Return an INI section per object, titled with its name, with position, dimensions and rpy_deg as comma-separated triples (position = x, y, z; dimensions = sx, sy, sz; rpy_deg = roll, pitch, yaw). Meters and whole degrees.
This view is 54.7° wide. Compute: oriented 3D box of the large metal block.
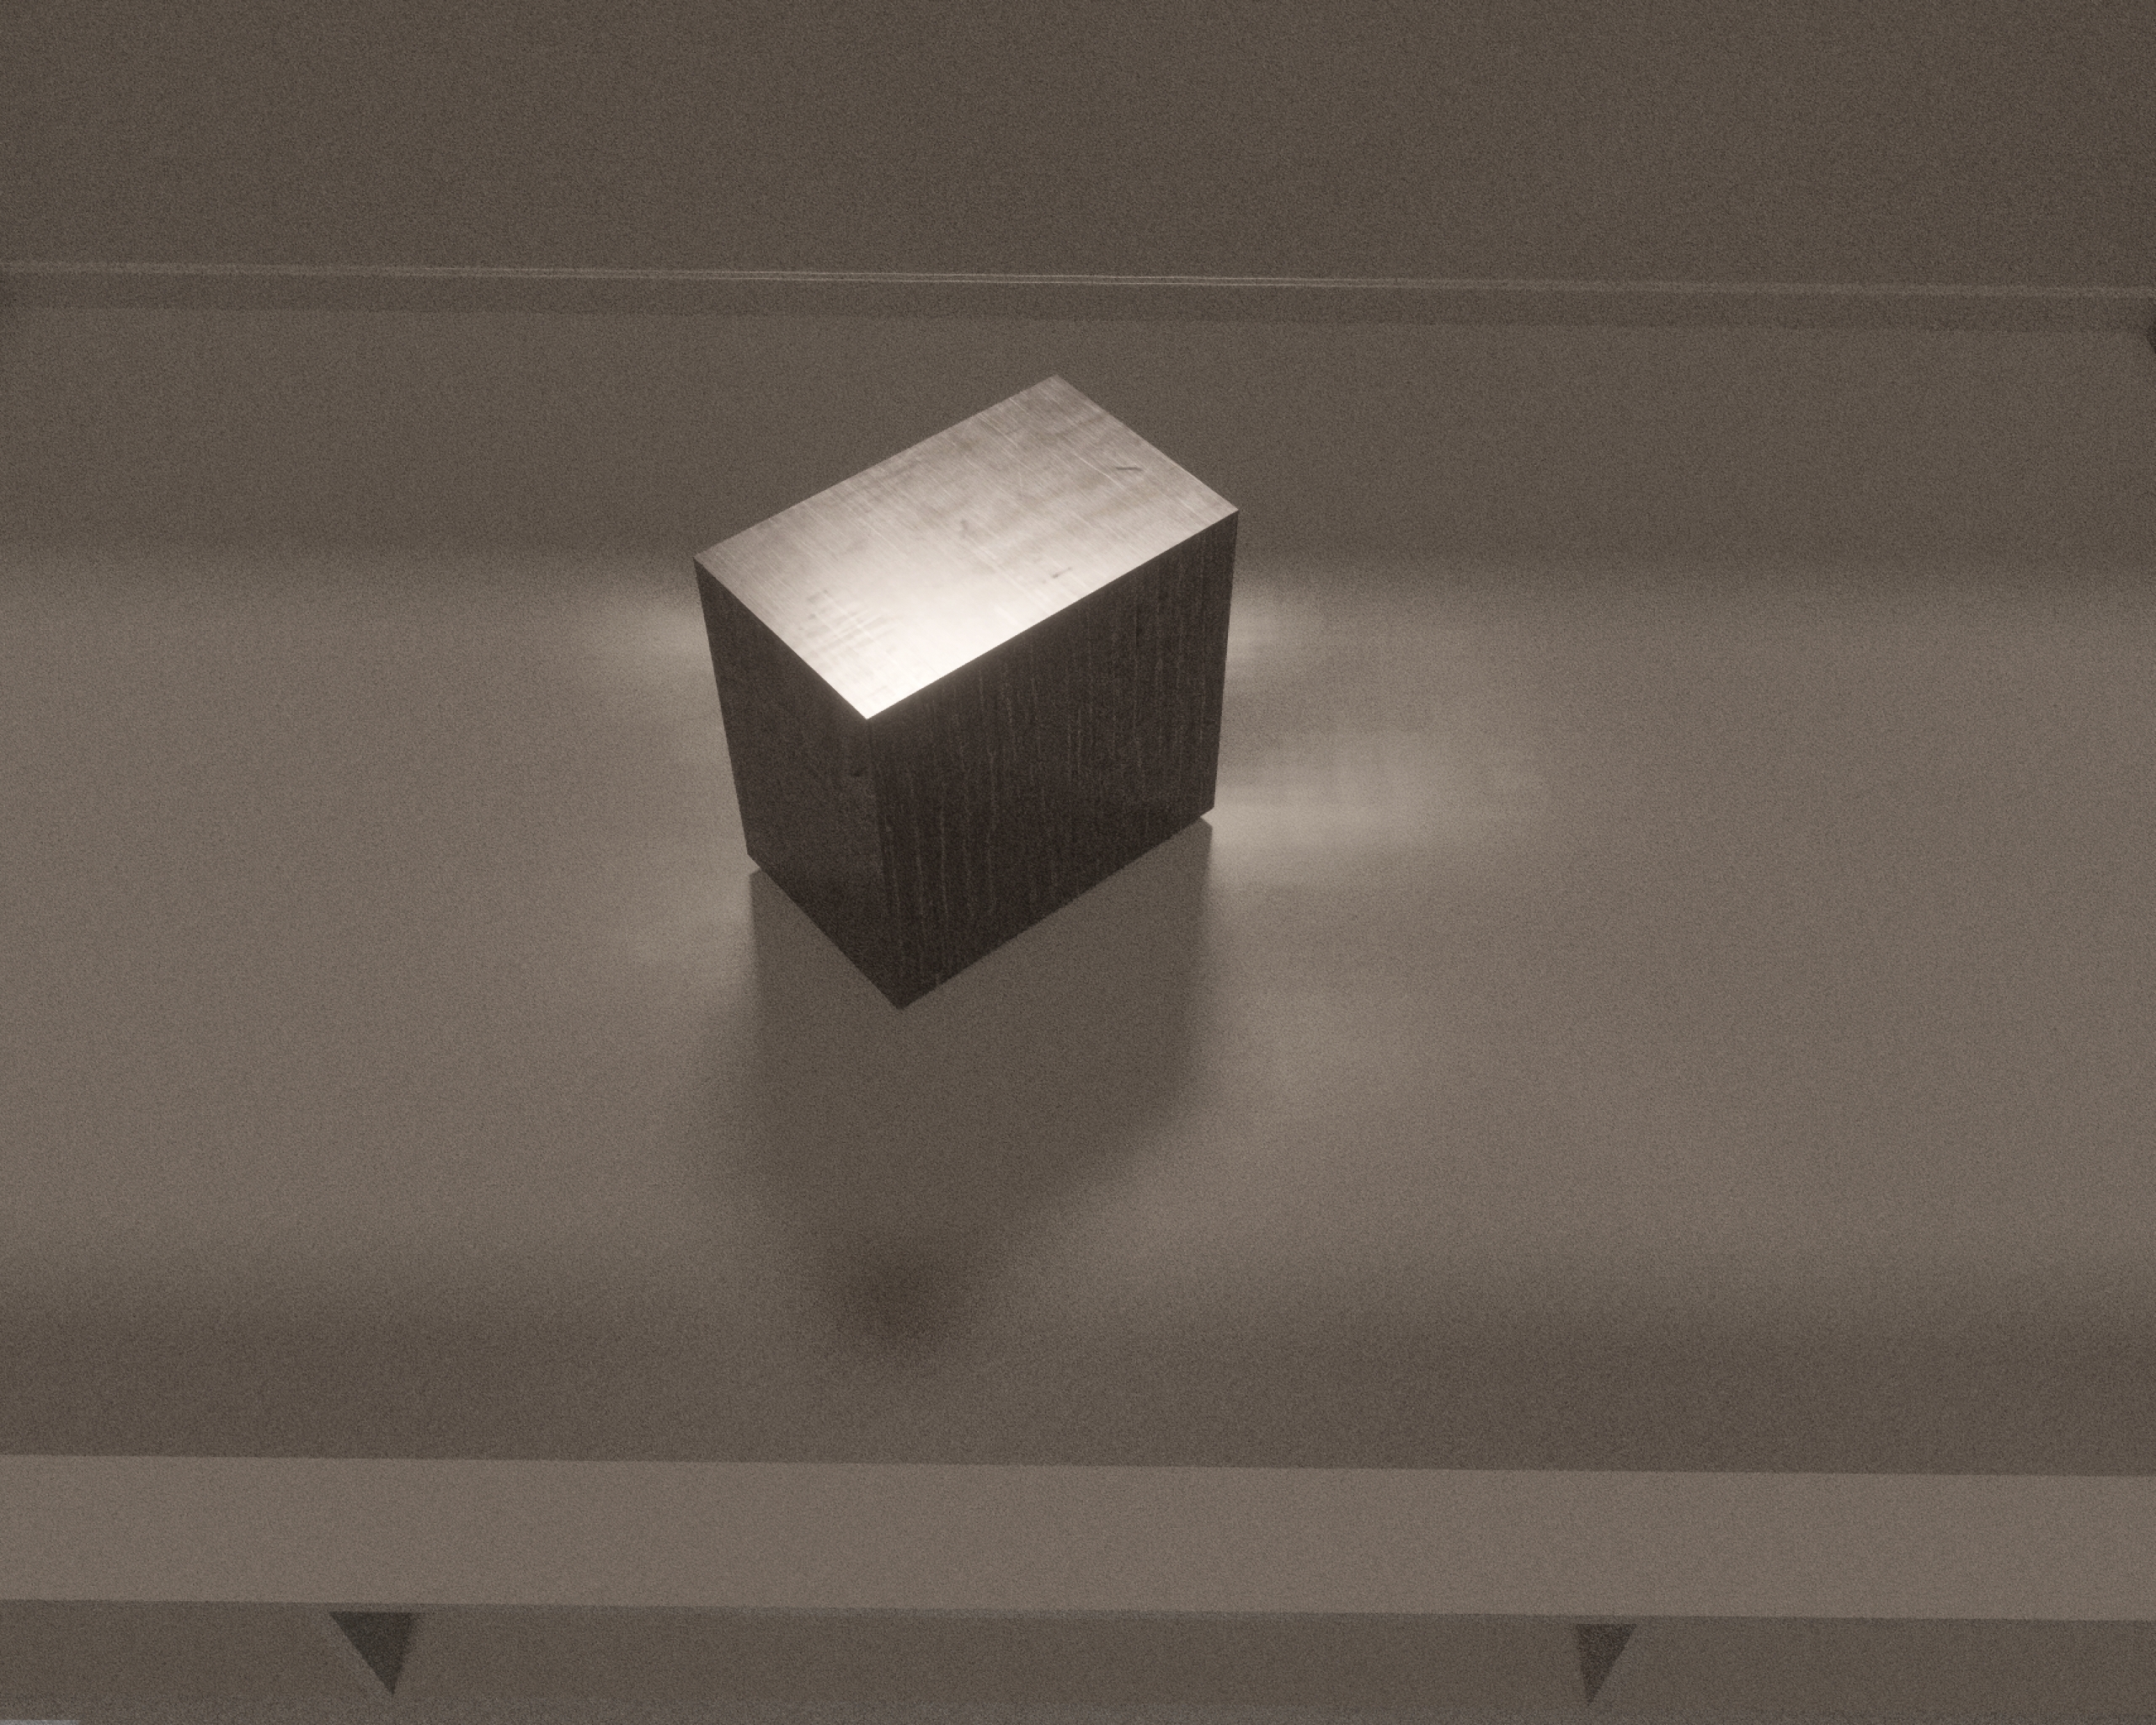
[large metal block]
position = -0.019, -0.032, 0.392
dimensions = 0.081, 0.080, 0.050
rpy_deg = -33, 58, -25
